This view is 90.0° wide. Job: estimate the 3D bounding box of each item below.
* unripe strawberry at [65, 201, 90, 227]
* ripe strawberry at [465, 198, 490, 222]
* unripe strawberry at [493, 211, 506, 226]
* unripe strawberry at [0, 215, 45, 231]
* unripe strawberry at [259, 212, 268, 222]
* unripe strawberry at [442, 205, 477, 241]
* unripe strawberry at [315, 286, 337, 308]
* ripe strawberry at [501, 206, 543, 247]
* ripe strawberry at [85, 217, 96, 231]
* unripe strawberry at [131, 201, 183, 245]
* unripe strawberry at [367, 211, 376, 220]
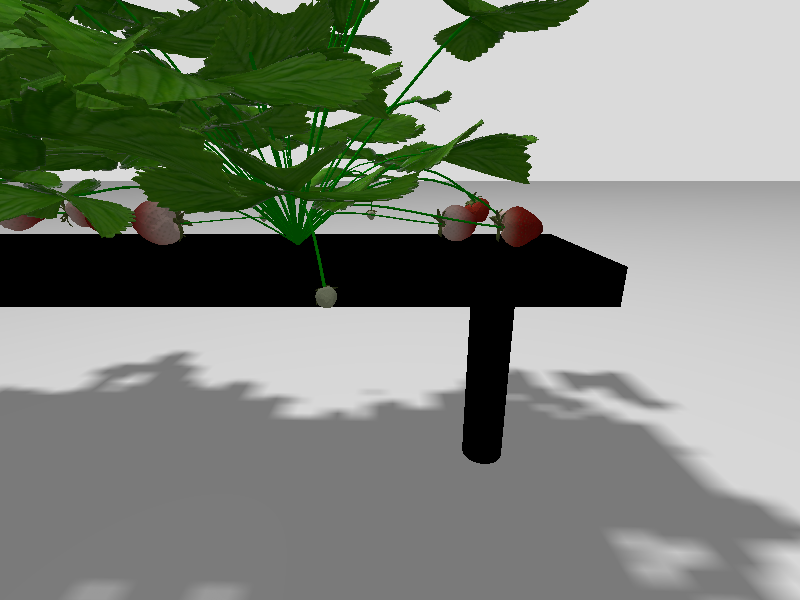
[{"bbox_3d":[-0.346,-0.098,0.446,0.039,0.034,0.039,-9,20,-27],"label":"unripe strawberry"},{"bbox_3d":[0.098,-0.112,0.504,0.032,0.027,0.032,20,-26,46],"label":"ripe strawberry"},{"bbox_3d":[0.115,-0.088,0.443,0.022,0.019,0.022,25,4,-31],"label":"unripe strawberry"},{"bbox_3d":[-0.420,-0.101,0.444,0.049,0.048,0.045,-14,23,-38],"label":"unripe strawberry"},{"bbox_3d":[-0.165,-0.101,0.486,0.010,0.011,0.011,-9,20,-26],"label":"unripe strawberry"},{"bbox_3d":[0.056,-0.072,0.377,0.034,0.034,0.032,-3,18,-11],"label":"unripe strawberry"},{"bbox_3d":[-0.035,-0.001,0.193,0.010,0.011,0.011,-6,38,-17],"label":"unripe strawberry"},{"bbox_3d":[0.106,-0.063,0.345,0.036,0.034,0.033,1,18,0],"label":"ripe strawberry"},{"bbox_3d":[-0.307,-0.085,0.411,0.030,0.031,0.028,5,19,16],"label":"ripe strawberry"},{"bbox_3d":[-0.210,-0.069,0.347,0.039,0.041,0.036,0,18,1],"label":"unripe strawberry"},{"bbox_3d":[-0.036,-0.108,0.508,0.011,0.012,0.012,6,19,17],"label":"unripe strawberry"}]
